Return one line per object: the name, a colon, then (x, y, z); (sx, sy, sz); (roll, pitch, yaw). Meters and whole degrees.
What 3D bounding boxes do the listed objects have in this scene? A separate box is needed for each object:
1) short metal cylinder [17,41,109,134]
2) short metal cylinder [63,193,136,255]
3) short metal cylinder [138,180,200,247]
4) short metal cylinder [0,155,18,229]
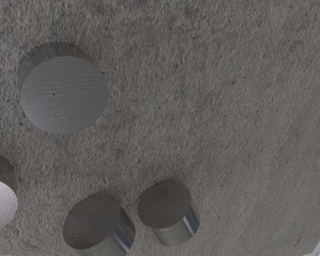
short metal cylinder: (-0.098, -0.041, 0.312); (0.081, 0.050, 0.079); (-14, 124, -21)
short metal cylinder: (-0.079, 0.134, 0.411); (0.080, 0.080, 0.050); (-31, 129, -9)
short metal cylinder: (0.014, 0.124, 0.456); (0.080, 0.080, 0.050); (-31, 129, -9)
short metal cylinder: (-0.196, 0.069, 0.326); (0.081, 0.050, 0.079); (-14, 124, -21)
